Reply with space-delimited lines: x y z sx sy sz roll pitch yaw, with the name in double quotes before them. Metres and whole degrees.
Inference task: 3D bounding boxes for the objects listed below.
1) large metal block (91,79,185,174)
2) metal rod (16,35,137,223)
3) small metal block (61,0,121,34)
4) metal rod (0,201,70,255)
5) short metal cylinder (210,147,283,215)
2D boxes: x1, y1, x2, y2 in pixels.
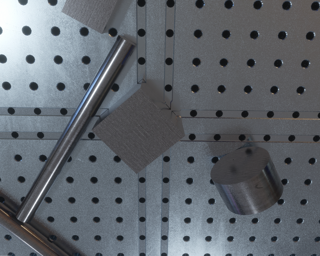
"large metal block" -0.026 -0.002 0.399 0.080 0.050 0.080 -40 106 13
"metal rod" -0.120 0.012 0.416 0.025 0.025 0.299 31 107 -11
"small metal block" -0.077 -0.145 0.359 0.050 0.025 0.050 27 108 -10
"metal rod" -0.204 0.158 0.468 0.025 0.025 0.300 -40 106 13
"short metal cylinder" 0.114 0.068 0.411 0.080 0.080 0.050 -26 108 9
